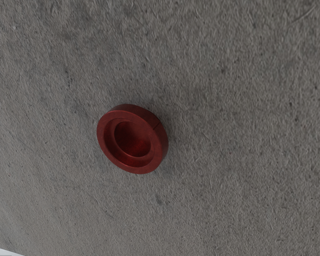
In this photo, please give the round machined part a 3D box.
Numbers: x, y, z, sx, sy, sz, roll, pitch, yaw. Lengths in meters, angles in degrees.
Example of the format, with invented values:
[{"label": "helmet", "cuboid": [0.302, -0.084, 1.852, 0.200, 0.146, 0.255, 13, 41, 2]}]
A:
[{"label": "round machined part", "cuboid": [-0.033, 0.011, 0.421, 0.098, 0.042, 0.097, 13, 124, 21]}]
